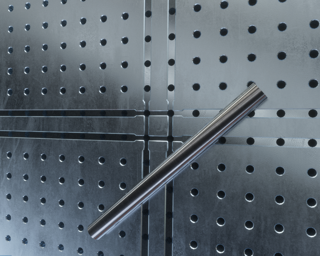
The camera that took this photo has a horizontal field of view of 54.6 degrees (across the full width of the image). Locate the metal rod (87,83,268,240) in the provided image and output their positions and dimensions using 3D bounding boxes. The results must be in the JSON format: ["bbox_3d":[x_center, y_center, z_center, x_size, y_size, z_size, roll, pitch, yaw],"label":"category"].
[{"bbox_3d":[0.013,0.052,0.408,0.299,0.025,0.025,-42,77,15],"label":"metal rod"}]
